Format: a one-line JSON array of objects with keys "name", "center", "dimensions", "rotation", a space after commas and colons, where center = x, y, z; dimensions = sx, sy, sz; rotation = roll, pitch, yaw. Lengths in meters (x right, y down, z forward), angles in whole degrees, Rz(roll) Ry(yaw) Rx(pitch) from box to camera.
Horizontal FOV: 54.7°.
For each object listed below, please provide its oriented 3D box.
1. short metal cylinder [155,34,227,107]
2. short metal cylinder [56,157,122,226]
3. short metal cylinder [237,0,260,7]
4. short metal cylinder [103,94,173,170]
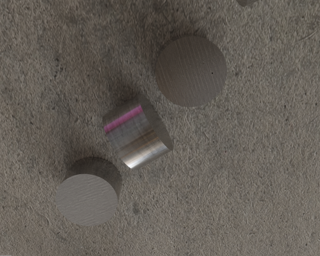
[{"name": "short metal cylinder", "center": [0.035, -0.070, 0.371], "dimensions": [0.081, 0.050, 0.079], "rotation": [0, 110, 0]}, {"name": "short metal cylinder", "center": [-0.095, 0.087, 0.427], "dimensions": [0.081, 0.050, 0.079], "rotation": [0, 110, 0]}, {"name": "short metal cylinder", "center": [0.098, -0.174, 0.317], "dimensions": [0.050, 0.080, 0.080], "rotation": [-21, 109, 8]}, {"name": "short metal cylinder", "center": [-0.026, 0.005, 0.382], "dimensions": [0.050, 0.080, 0.080], "rotation": [-30, 108, 10]}]
